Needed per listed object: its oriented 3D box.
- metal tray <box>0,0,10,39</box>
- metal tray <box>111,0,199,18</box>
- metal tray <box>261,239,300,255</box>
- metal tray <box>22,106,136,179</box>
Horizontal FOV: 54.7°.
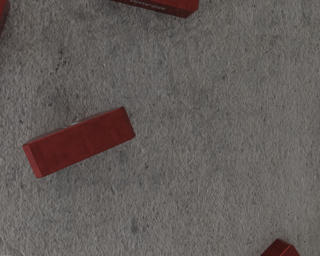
[{"bbox_3d":[-0.237,-0.119,0.318,0.131,0.030,0.090,16,85,-20],"label":"metal tray"},{"bbox_3d":[-0.011,-0.204,0.402,0.131,0.030,0.089,6,88,-20],"label":"metal tray"},{"bbox_3d":[0.195,0.251,0.479,0.090,0.030,0.130,-38,102,-16],"label":"metal tray"},{"bbox_3d":[-0.087,0.011,0.321,0.091,0.130,0.030,-23,98,-19],"label":"metal tray"}]
